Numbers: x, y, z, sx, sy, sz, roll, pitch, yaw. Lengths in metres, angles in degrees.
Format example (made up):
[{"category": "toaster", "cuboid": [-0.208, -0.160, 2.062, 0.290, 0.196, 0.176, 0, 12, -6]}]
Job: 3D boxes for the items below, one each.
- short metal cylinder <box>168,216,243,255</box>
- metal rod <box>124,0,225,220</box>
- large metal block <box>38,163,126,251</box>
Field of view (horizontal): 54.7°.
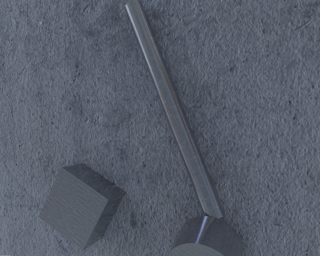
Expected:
[{"category": "short metal cylinder", "cuboid": [0.054, 0.152, 0.364, 0.080, 0.050, 0.079, 7, 112, 19]}, {"category": "metal rod", "cuboid": [0.016, -0.028, 0.402, 0.025, 0.025, 0.299, -23, 83, 18]}, {"category": "large metal block", "cuboid": [-0.108, 0.106, 0.432, 0.080, 0.050, 0.080, 30, 100, 17]}]
